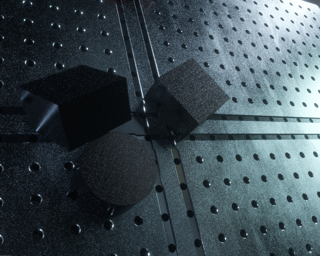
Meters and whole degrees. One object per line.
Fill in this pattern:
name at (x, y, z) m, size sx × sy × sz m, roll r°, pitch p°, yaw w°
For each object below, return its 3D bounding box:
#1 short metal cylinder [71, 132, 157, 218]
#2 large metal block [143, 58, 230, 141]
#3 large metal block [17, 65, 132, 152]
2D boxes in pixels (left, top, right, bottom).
short metal cylinder at (-0.050, 0.051, 0.334) m, size 0.081 × 0.050 × 0.080 m, roll 14°, pitch 56°, yaw -21°
large metal block at (0.038, -0.042, 0.438) m, size 0.080 × 0.050 × 0.080 m, roll 48°, pitch 51°, yaw 6°
large metal block at (-0.090, -0.026, 0.334) m, size 0.080 × 0.050 × 0.081 m, roll 22°, pitch 39°, yaw 38°
